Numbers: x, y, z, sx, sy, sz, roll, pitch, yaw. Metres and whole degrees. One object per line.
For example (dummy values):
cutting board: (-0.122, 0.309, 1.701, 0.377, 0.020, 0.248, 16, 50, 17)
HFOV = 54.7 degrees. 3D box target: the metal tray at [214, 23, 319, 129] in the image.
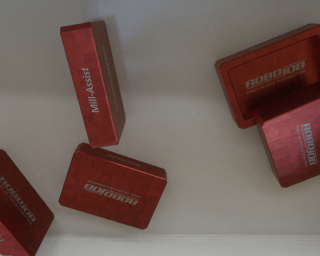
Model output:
metal tray: (0.145, -0.063, 0.387, 0.130, 0.030, 0.090, -21, 109, 7)

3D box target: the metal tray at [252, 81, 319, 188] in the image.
metal tray: (0.181, 0.014, 0.396, 0.090, 0.030, 0.130, -24, 126, 9)

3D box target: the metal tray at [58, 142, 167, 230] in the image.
metal tray: (-0.066, 0.084, 0.439, 0.131, 0.030, 0.089, 19, 109, -8)

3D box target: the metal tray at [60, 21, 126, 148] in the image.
metal tray: (-0.071, -0.053, 0.356, 0.030, 0.090, 0.129, -9, 110, 3)

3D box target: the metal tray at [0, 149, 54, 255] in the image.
metal tray: (-0.202, 0.103, 0.411, 0.030, 0.090, 0.130, -26, 108, 9)
